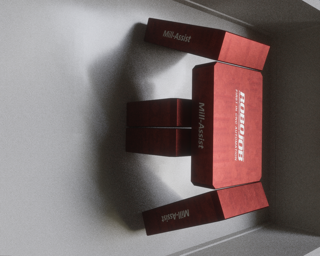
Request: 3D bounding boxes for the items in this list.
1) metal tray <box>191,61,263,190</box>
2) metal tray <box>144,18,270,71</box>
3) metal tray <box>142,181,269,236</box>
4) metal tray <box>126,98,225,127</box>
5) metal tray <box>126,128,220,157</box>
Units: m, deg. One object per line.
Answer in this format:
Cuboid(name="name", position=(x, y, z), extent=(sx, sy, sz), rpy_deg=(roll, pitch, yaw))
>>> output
Cuboid(name="metal tray", position=(0.077, -0.002, 0.348), extent=(0.091, 0.030, 0.129), rpy_deg=(1, 89, -41))
Cuboid(name="metal tray", position=(0.053, -0.104, 0.379), extent=(0.091, 0.130, 0.030), rpy_deg=(1, 110, -40))
Cuboid(name="metal tray", position=(0.051, 0.099, 0.378), extent=(0.091, 0.130, 0.030), rpy_deg=(1, 68, -41))
Cuboid(name="metal tray", position=(0.035, -0.016, 0.392), extent=(0.131, 0.090, 0.030), rpy_deg=(1, 90, -40))
Cuboid(name="metal tray", position=(0.034, 0.016, 0.392), extent=(0.131, 0.090, 0.030), rpy_deg=(1, 90, -40))
